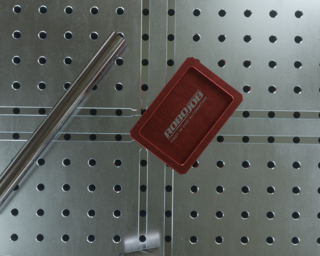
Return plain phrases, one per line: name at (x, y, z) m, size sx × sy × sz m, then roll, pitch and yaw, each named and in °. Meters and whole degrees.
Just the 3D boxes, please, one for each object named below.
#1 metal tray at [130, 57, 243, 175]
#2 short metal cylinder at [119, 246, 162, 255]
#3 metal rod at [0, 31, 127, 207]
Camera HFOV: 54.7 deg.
metal tray at (0.034, -0.016, 0.410) m, size 0.090 × 0.030 × 0.130 m, roll 38°, pitch 90°, yaw 0°
short metal cylinder at (-0.020, 0.194, 0.386) m, size 0.050 × 0.080 × 0.080 m, roll -11°, pitch 90°, yaw 0°
metal rod at (-0.145, -0.002, 0.412) m, size 0.025 × 0.025 × 0.300 m, roll 38°, pitch 90°, yaw 0°
